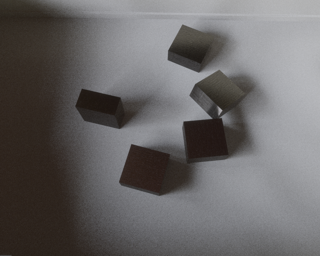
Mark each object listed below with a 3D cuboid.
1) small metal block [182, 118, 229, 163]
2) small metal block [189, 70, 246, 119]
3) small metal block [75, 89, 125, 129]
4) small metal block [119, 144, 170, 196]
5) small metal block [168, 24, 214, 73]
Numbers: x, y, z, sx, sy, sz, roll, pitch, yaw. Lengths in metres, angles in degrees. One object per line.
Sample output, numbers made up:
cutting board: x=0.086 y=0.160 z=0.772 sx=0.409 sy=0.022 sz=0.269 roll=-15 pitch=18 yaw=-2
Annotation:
small metal block: x=0.058 y=0.017 z=0.404 sx=0.050 sy=0.025 sz=0.050 roll=-5 pitch=70 yaw=-2
small metal block: x=0.078 y=-0.045 z=0.419 sx=0.050 sy=0.025 sz=0.050 roll=-33 pitch=72 yaw=-31
small metal block: x=-0.076 y=-0.024 z=0.404 sx=0.050 sy=0.050 sz=0.025 roll=13 pitch=71 yaw=4
small metal block: x=-0.018 y=0.053 z=0.390 sx=0.050 sy=0.025 sz=0.050 roll=15 pitch=71 yaw=5
small metal block: x=0.045 y=-0.116 z=0.453 sx=0.050 sy=0.025 sz=0.050 roll=24 pitch=72 yaw=8
